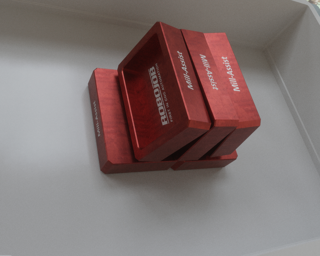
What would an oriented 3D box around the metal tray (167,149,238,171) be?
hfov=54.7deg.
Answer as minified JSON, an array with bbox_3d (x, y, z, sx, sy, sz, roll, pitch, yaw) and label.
[{"bbox_3d":[0.046,-0.009,0.430,0.091,0.030,0.130,0,62,-28],"label":"metal tray"}]

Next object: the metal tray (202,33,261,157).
[{"bbox_3d":[0.070,-0.040,0.382,0.030,0.090,0.130,-7,65,-15],"label":"metal tray"}]

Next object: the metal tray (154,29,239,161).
[{"bbox_3d":[0.034,-0.038,0.362,0.030,0.090,0.130,0,60,-28],"label":"metal tray"}]

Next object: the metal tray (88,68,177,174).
[{"bbox_3d":[-0.035,-0.011,0.387,0.091,0.030,0.130,0,62,-28],"label":"metal tray"}]

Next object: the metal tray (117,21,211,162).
[{"bbox_3d":[-0.002,-0.038,0.342,0.030,0.090,0.130,8,57,-39],"label":"metal tray"}]
